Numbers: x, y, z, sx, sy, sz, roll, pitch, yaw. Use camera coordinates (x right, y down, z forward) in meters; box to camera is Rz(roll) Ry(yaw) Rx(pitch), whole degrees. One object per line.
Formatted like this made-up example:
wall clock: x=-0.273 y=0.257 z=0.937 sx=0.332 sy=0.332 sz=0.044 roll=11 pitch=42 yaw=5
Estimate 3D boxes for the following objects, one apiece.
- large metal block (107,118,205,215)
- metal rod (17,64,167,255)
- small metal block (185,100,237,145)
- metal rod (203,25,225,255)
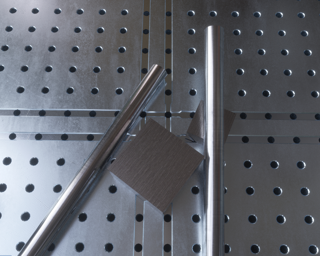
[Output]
large metal block: x=-0.004 y=0.048 z=0.381 sx=0.080 sy=0.050 sz=0.080 roll=36 pitch=74 yaw=12
metal rod: x=-0.078 y=0.038 z=0.396 sx=0.025 sy=0.025 sz=0.300 roll=30 pitch=72 yaw=10
small metal block: x=0.067 y=-0.003 z=0.414 sx=0.050 sy=0.025 sz=0.050 roll=23 pitch=71 yaw=7
metal rod: x=0.066 y=0.018 z=0.380 sx=0.025 sy=0.025 sz=0.298 roll=2 pitch=80 yaw=0
